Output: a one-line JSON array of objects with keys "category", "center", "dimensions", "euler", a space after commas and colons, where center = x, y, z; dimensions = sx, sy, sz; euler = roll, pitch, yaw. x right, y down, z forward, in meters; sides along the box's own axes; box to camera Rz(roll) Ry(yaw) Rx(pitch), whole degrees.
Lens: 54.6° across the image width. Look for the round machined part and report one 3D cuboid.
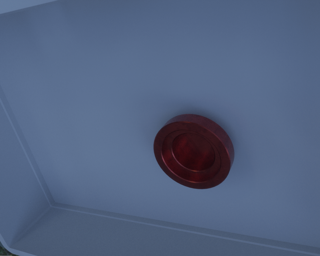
[{"category": "round machined part", "center": [0.045, 0.025, 0.390], "dimensions": [0.098, 0.042, 0.097], "euler": [13, 124, 21]}]
